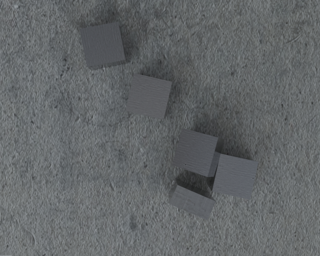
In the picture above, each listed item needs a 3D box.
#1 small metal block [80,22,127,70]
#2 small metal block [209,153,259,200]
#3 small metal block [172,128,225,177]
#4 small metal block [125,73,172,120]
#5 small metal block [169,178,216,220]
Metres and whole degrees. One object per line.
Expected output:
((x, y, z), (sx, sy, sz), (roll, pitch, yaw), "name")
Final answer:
((-0.074, -0.107, 0.409), (0.050, 0.025, 0.050), (-11, 90, 0), "small metal block")
((0.097, 0.062, 0.411), (0.050, 0.025, 0.050), (12, 90, 0), "small metal block")
((0.049, 0.031, 0.399), (0.050, 0.025, 0.050), (15, 90, 30), "small metal block")
((-0.014, -0.041, 0.410), (0.050, 0.025, 0.050), (13, 90, 0), "small metal block")
((0.039, 0.090, 0.398), (0.050, 0.050, 0.025), (23, 90, 0), "small metal block")
